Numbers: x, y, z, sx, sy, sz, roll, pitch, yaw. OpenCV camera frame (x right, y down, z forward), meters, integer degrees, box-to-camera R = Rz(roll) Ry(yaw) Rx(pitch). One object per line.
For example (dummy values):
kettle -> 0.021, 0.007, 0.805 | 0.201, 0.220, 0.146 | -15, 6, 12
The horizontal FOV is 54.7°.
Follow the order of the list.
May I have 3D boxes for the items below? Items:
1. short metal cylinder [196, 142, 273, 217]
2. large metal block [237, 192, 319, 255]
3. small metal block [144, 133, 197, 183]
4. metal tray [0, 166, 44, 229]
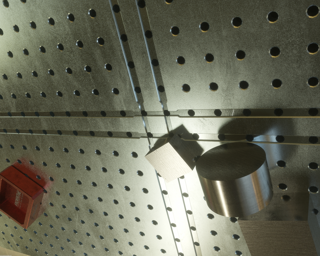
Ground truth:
short metal cylinder -> 0.088, 0.058, 0.365 | 0.080, 0.080, 0.050 | -5, 116, 30
large metal block -> 0.155, 0.131, 0.394 | 0.080, 0.050, 0.080 | -11, 113, 32
small metal block -> 0.016, 0.042, 0.429 | 0.050, 0.025, 0.050 | -34, 100, 38
metal tray -> -0.302, 0.150, 0.660 | 0.090, 0.030, 0.129 | 34, 129, 5
